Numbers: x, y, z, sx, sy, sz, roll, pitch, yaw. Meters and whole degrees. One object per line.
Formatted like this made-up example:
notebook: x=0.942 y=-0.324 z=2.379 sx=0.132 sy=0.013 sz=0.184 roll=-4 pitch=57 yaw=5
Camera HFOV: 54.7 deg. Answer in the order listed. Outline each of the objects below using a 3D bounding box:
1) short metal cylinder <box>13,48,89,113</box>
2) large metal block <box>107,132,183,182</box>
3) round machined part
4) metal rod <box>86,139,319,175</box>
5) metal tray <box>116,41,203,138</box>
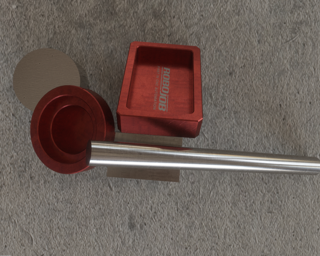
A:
short metal cylinder: x=-0.136 y=-0.056 z=0.397 sx=0.081 sy=0.050 sz=0.079 roll=0 pitch=90 yaw=-1
large metal block: x=-0.017 y=0.032 z=0.383 sx=0.081 sy=0.080 sz=0.050 roll=5 pitch=90 yaw=-1
round machined part: x=-0.095 y=0.002 z=0.357 sx=0.098 sy=0.042 sz=0.097 roll=0 pitch=89 yaw=19
metal rod: x=0.070 y=0.037 z=0.353 sx=0.302 sy=0.025 sz=0.025 roll=6 pitch=90 yaw=-25
metal tray: x=0.003 y=-0.051 z=0.371 sx=0.091 sy=0.030 sz=0.130 roll=5 pitch=50 yaw=0
